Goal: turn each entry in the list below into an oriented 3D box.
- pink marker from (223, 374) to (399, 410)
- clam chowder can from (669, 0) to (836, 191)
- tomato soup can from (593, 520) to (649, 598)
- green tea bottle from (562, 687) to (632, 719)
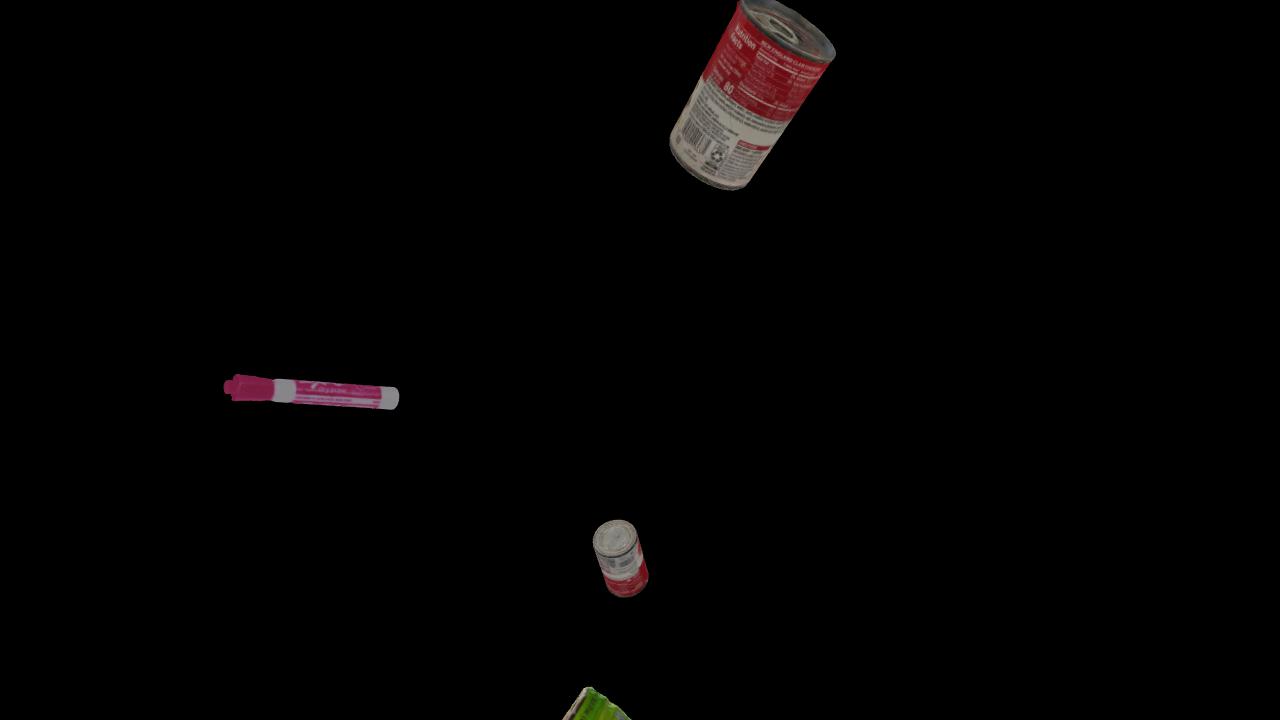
[{"bbox_3d":[-0.243,0.025,0.464,0.020,0.020,0.121,0,-6,41],"label":"pink marker"},{"bbox_3d":[0.070,-0.172,0.406,0.068,0.068,0.102,0,-36,-31],"label":"clam chowder can"},{"bbox_3d":[-0.029,0.293,0.909,0.068,0.101,0.068,-8,36,6],"label":"tomato soup can"},{"bbox_3d":[0.022,0.357,0.492,0.212,0.073,0.073,35,5,8],"label":"green tea bottle"}]
